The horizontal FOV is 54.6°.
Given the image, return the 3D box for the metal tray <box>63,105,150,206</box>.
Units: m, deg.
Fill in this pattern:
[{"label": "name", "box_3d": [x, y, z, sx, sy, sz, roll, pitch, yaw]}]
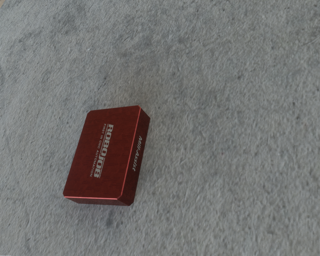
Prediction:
[{"label": "metal tray", "box_3d": [-0.069, 0.035, 0.417, 0.090, 0.030, 0.130, -4, 60, 26]}]
